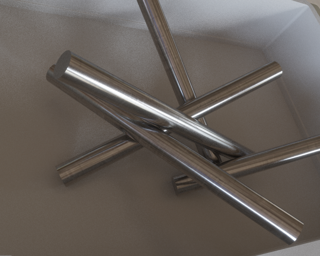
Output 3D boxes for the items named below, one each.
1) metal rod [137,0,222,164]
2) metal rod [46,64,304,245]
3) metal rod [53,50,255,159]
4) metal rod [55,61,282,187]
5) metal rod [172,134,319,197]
[{"bbox_3d":[0.017,-0.081,0.391,0.025,0.025,0.299,-30,101,-37],"label":"metal rod"},{"bbox_3d":[0.002,0.017,0.319,0.300,0.025,0.025,33,50,13],"label":"metal rod"},{"bbox_3d":[0.027,-0.002,0.341,0.301,0.025,0.025,25,50,-41],"label":"metal rod"},{"bbox_3d":[0.026,-0.014,0.368,0.302,0.025,0.025,-27,76,-18],"label":"metal rod"},{"bbox_3d":[0.162,0.034,0.402,0.302,0.025,0.025,-14,68,-11],"label":"metal rod"}]
